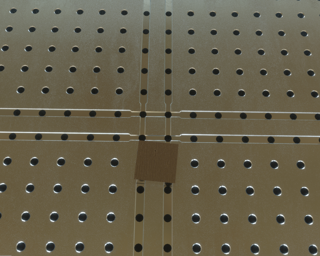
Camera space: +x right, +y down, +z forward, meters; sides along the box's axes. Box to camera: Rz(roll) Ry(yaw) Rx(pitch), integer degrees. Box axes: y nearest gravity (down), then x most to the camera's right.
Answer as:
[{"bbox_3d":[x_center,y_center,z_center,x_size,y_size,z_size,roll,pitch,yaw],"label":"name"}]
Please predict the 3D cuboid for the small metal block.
[{"bbox_3d":[-0.004,0.045,0.395,0.050,0.025,0.050,6,70,1],"label":"small metal block"}]
